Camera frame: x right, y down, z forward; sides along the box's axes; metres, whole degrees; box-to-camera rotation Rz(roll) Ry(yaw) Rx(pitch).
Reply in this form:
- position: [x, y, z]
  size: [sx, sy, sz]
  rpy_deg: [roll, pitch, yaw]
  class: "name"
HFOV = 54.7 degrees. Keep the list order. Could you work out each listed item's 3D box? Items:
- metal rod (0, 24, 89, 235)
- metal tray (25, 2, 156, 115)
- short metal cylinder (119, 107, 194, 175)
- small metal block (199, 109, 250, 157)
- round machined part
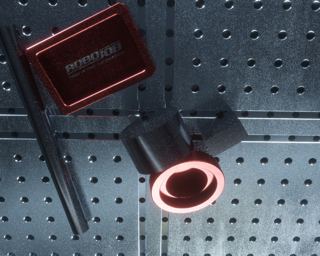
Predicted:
- position: [-0.151, 0.017, 0.417]
  size: [0.025, 0.025, 0.298]
  rpy_deg: [-12, 110, 4]
  class: "metal rod"
- position: [-0.081, -0.083, 0.379]
  size: [0.130, 0.030, 0.090]
  rpy_deg: [-24, 109, 8]
  class: "metal tray"
- position: [-0.004, 0.014, 0.389]
  size: [0.080, 0.080, 0.050]
  rpy_deg: [-24, 107, 8]
  class: "short metal cylinder"
- position: [0.082, 0.005, 0.403]
  size: [0.050, 0.050, 0.025]
  rpy_deg: [-31, 108, 10]
  class: "small metal block"
- position: [0.034, 0.067, 0.420]
  size: [0.099, 0.042, 0.097]
  rpy_deg: [-5, 126, -7]
  class: "round machined part"
